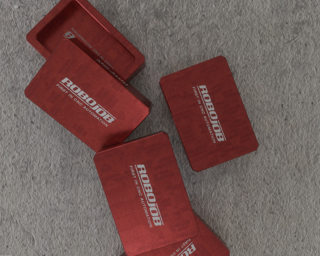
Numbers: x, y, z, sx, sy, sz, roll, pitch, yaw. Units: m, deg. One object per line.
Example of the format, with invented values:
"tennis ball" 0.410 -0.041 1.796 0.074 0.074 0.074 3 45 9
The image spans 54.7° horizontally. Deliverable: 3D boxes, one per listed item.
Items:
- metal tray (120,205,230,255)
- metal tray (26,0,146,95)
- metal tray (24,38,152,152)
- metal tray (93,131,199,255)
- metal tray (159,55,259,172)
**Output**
"metal tray" 0.014 0.172 0.408 0.130 0.030 0.090 -43 90 0
"metal tray" -0.094 -0.101 0.406 0.130 0.030 0.090 44 90 0
"metal tray" -0.087 -0.036 0.384 0.130 0.030 0.090 40 107 -9
"metal tray" -0.016 0.077 0.373 0.090 0.030 0.129 -18 94 0
"metal tray" 0.063 -0.018 0.408 0.090 0.030 0.129 -21 90 0
